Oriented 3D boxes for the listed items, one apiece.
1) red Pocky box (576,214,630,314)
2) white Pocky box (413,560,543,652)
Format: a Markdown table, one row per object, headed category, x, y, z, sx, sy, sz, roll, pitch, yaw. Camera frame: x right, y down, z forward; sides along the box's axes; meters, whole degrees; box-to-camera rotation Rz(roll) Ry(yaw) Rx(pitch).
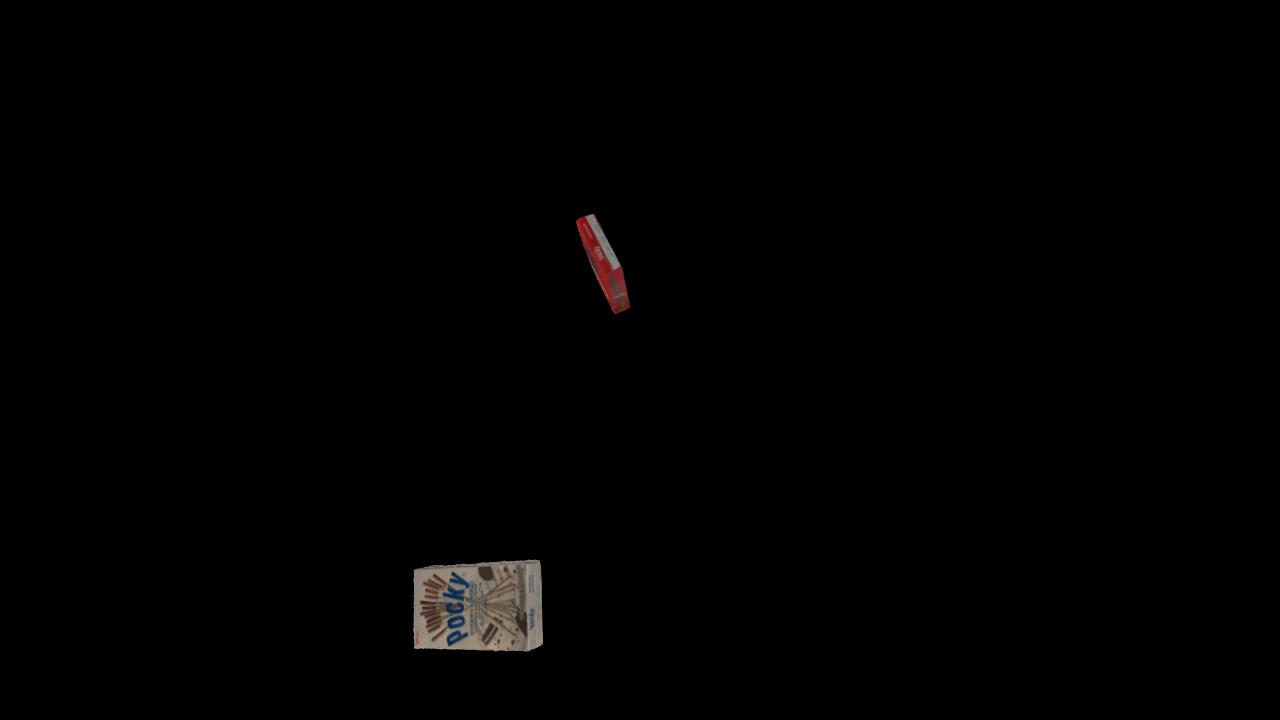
| category | x | y | z | sx | sy | sz | roll | pitch | yaw |
| --- | --- | --- | --- | --- | --- | --- | --- | --- | --- |
| red Pocky box | -0.045 | -0.121 | 0.810 | 0.028 | 0.083 | 0.155 | -27 | -14 | -3 |
| white Pocky box | -0.170 | 0.255 | 0.639 | 0.154 | 0.084 | 0.028 | -12 | -16 | 25 |
